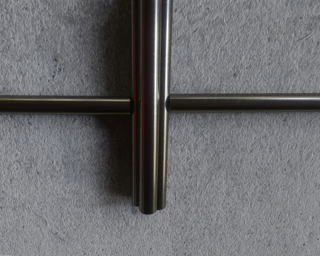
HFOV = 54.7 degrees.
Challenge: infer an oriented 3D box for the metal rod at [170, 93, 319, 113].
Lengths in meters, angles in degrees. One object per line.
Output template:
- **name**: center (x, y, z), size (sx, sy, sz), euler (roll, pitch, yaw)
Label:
- **metal rod**: center (0.164, -0.033, 0.401), size (0.302, 0.025, 0.025), euler (0, 110, -1)

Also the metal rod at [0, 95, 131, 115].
- **metal rod**: center (-0.189, -0.030, 0.397), size (0.302, 0.025, 0.025), euler (0, 110, -1)

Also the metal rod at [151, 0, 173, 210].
- **metal rod**: center (0.000, -0.026, 0.402), size (0.025, 0.025, 0.298), euler (1, 110, -1)

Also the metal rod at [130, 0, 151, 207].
- **metal rod**: center (-0.025, -0.032, 0.400), size (0.025, 0.025, 0.298), euler (1, 110, -1)

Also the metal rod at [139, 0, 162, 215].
- **metal rod**: center (-0.013, -0.026, 0.380), size (0.025, 0.025, 0.298), euler (1, 110, -1)
